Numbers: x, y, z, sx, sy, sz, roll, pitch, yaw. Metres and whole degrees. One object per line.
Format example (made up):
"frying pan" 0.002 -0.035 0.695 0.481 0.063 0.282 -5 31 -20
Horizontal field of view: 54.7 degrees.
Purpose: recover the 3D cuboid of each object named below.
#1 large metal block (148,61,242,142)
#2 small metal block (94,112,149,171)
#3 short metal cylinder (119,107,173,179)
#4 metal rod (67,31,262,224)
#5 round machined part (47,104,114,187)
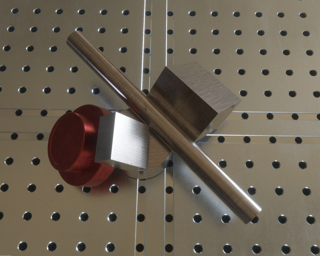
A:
"large metal block" 0.043 -0.035 0.385 0.080 0.050 0.080 44 33 14
"small metal block" -0.040 0.016 0.333 0.025 0.050 0.050 -13 65 38
"short metal cylinder" -0.024 0.020 0.387 0.081 0.050 0.080 0 70 0
"metal rod" -0.006 -0.011 0.359 0.025 0.025 0.300 -42 75 -14
"round machined part" -0.094 0.019 0.364 0.098 0.042 0.098 -12 70 36
